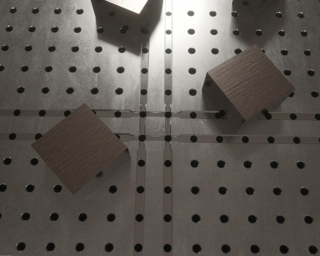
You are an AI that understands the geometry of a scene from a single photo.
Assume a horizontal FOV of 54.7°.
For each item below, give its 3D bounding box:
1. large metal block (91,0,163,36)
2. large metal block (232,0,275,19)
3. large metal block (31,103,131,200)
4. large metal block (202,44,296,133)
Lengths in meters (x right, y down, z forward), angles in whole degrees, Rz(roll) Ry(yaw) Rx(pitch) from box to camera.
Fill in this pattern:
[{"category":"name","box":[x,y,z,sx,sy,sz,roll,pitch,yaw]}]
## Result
[{"category":"large metal block","box":[-0.048,-0.200,0.471,0.080,0.050,0.080,25,72,8]},{"category":"large metal block","box":[0.162,-0.229,0.468,0.050,0.080,0.080,38,74,12]},{"category":"large metal block","box":[-0.095,0.030,0.386,0.080,0.050,0.080,-42,76,-14]},{"category":"large metal block","box":[0.116,-0.053,0.419,0.080,0.050,0.080,-31,73,-11]}]
